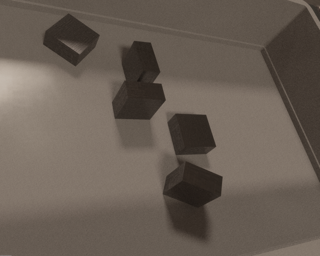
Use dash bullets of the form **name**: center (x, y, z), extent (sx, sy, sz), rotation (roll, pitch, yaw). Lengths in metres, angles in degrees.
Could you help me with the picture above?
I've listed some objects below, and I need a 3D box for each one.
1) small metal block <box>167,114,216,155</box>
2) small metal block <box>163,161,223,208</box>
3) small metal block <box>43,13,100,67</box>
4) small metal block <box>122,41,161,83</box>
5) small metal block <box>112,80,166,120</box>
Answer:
- **small metal block**: center (0.043, 0.009, 0.425), extent (0.050, 0.025, 0.050), rotation (1, 61, -28)
- **small metal block**: center (0.039, 0.069, 0.370), extent (0.050, 0.050, 0.025), rotation (24, 53, -14)
- **small metal block**: center (-0.118, -0.119, 0.415), extent (0.050, 0.025, 0.050), rotation (34, 51, -6)
- **small metal block**: center (-0.027, -0.083, 0.427), extent (0.025, 0.050, 0.050), rotation (-2, 63, -30)
- **small metal block**: center (-0.028, -0.034, 0.397), extent (0.050, 0.050, 0.025), rotation (1, 62, -28)
